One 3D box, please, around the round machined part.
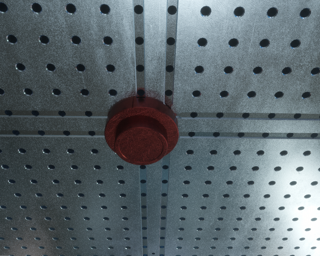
[{"bbox_3d":[-0.024,0.012,0.410,0.099,0.042,0.097,-1,130,0],"label":"round machined part"}]
